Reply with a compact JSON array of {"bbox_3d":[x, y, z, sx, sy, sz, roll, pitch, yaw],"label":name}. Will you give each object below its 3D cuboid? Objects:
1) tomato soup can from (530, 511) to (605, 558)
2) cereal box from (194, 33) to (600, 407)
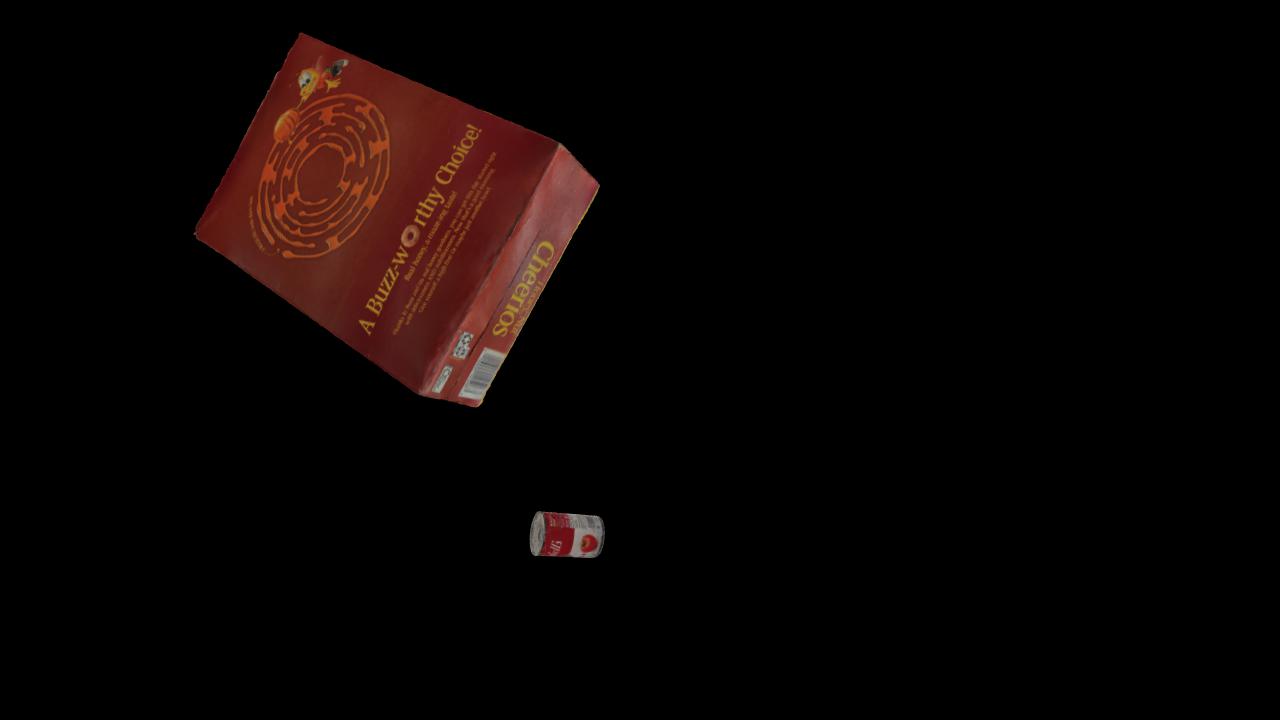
[{"bbox_3d":[-0.114,0.274,0.963,0.101,0.068,0.068,11,-5,-26],"label":"tomato soup can"},{"bbox_3d":[-0.209,-0.123,0.505,0.306,0.203,0.081,29,1,23],"label":"cereal box"}]
